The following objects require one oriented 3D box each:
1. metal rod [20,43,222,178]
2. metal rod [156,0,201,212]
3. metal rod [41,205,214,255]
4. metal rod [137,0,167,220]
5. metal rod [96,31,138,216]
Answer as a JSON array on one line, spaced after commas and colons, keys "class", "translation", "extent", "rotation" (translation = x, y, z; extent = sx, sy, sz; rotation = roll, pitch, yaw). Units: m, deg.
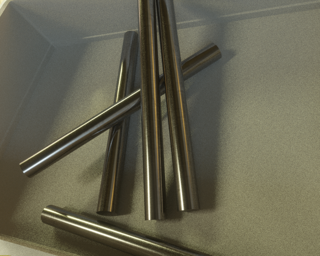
[{"class": "metal rod", "translation": [-0.048, -0.027, 0.416], "extent": [0.301, 0.025, 0.025], "rotation": [-33, 51, -5]}, {"class": "metal rod", "translation": [0.018, -0.050, 0.388], "extent": [0.025, 0.025, 0.299], "rotation": [-14, 67, 20]}, {"class": "metal rod", "translation": [-0.018, 0.128, 0.335], "extent": [0.300, 0.025, 0.025], "rotation": [6, 65, 30]}, {"class": "metal rod", "translation": [-0.012, -0.040, 0.390], "extent": [0.025, 0.025, 0.299], "rotation": [-10, 71, 22]}, {"class": "metal rod", "translation": [-0.056, -0.026, 0.449], "extent": [0.025, 0.025, 0.299], "rotation": [-10, 57, 22]}]
